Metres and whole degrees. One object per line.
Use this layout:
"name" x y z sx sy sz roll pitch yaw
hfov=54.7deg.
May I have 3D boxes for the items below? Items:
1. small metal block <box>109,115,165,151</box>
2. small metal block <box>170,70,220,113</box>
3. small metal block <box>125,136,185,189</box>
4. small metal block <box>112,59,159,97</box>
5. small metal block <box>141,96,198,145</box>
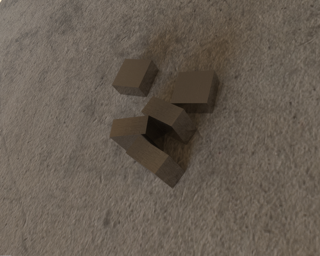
"small metal block" -0.027 0.009 0.395 0.050 0.050 0.025 -6 60 25
"small metal block" 0.047 -0.047 0.407 0.050 0.025 0.050 2 63 29
"small metal block" -0.005 0.041 0.364 0.050 0.050 0.025 30 79 37
"small metal block" -0.037 -0.077 0.469 0.050 0.025 0.050 10 67 32
"small metal block" 0.012 -0.009 0.386 0.050 0.050 0.025 27 76 36
